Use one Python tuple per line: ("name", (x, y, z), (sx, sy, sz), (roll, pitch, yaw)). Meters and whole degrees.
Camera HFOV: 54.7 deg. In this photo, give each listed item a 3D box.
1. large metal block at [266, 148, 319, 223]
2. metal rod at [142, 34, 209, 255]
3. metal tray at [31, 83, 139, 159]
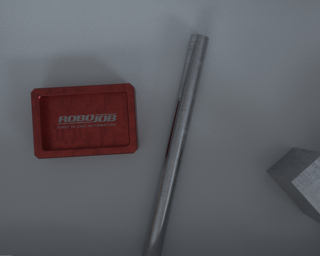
("large metal block", (0.192, 0.073, 0.387), (0.050, 0.080, 0.080), (-42, 91, 0))
("metal rod", (0.021, 0.025, 0.411), (0.025, 0.025, 0.298), (13, 90, -1))
("metal tray", (-0.096, -0.009, 0.407), (0.131, 0.030, 0.089), (-3, 90, -1))
